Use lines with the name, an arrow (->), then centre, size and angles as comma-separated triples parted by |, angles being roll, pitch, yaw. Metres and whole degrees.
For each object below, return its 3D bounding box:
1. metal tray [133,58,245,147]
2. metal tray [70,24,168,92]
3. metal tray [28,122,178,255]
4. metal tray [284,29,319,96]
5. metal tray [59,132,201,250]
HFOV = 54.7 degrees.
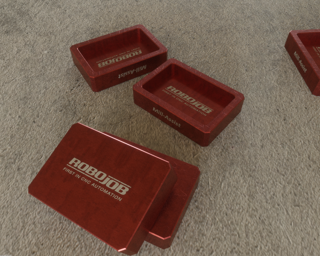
metal tray -> 0.038, -0.041, 0.434 | 0.130, 0.030, 0.090 | 33, 57, 25
metal tray -> -0.065, -0.115, 0.495 | 0.131, 0.030, 0.090 | -25, 54, -19
metal tray -> -0.059, 0.056, 0.317 | 0.130, 0.030, 0.090 | 21, 69, 27
metal tray -> 0.267, -0.108, 0.492 | 0.091, 0.030, 0.130 | -4, 50, -4
metal tray -> -0.032, 0.064, 0.346 | 0.130, 0.030, 0.090 | 20, 53, 16
